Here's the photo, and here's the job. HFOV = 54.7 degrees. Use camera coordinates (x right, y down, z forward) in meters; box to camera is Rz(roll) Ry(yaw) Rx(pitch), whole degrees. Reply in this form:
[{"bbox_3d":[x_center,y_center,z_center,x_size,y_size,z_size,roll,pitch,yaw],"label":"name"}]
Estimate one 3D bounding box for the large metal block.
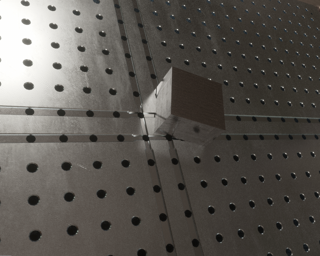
[{"bbox_3d":[0.041,-0.029,0.434,0.081,0.050,0.080,16,55,-20],"label":"large metal block"}]
